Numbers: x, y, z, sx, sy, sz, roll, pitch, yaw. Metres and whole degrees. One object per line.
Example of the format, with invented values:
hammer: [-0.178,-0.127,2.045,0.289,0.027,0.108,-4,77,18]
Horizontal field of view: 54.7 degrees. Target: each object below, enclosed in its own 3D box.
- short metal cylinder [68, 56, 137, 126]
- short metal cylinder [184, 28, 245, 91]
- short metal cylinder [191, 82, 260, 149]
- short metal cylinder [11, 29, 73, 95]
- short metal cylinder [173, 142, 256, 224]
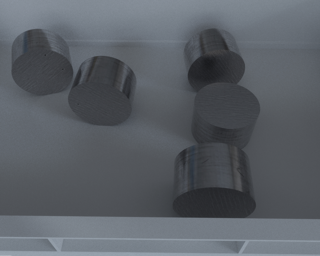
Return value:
short metal cylinder: [-0.074,-0.047,0.409,0.080,0.080,0.050,3,50,3]
short metal cylinder: [0.077,-0.096,0.450,0.081,0.080,0.050,-3,50,-3]
short metal cylinder: [0.083,-0.014,0.401,0.080,0.050,0.080,0,50,0]
short metal cylinder: [-0.170,-0.094,0.447,0.081,0.080,0.050,-13,51,-11]
short metal cylinder: [0.054,0.059,0.320,0.080,0.080,0.050,3,50,2]
